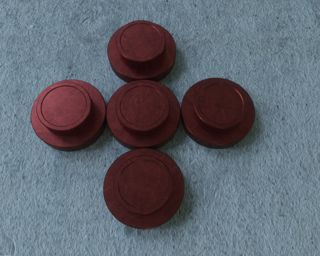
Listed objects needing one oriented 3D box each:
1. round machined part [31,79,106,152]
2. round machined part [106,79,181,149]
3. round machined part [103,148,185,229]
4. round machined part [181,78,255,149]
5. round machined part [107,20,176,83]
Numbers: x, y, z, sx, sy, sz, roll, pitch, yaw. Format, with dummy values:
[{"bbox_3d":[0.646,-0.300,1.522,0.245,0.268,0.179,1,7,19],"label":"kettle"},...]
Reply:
[{"bbox_3d":[-0.120,-0.021,0.407,0.099,0.042,0.098,0,70,-1],"label":"round machined part"},{"bbox_3d":[-0.022,-0.021,0.408,0.099,0.042,0.098,0,70,-1],"label":"round machined part"},{"bbox_3d":[-0.019,0.071,0.374,0.099,0.042,0.098,0,70,-1],"label":"round machined part"},{"bbox_3d":[0.077,-0.024,0.410,0.099,0.042,0.098,0,70,-1],"label":"round machined part"},{"bbox_3d":[-0.026,-0.113,0.442,0.099,0.042,0.098,0,70,-1],"label":"round machined part"}]
